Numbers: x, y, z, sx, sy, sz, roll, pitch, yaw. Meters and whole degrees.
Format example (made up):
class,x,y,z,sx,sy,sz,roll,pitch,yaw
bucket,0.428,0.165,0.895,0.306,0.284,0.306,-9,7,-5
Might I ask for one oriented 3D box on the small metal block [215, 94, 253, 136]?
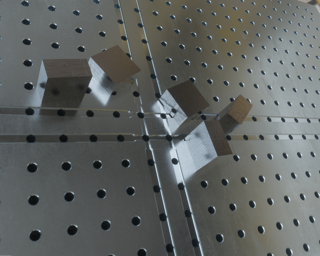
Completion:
class,x,y,z,sx,sy,sz,roll,pitch,yaw
small metal block,0.105,-0.016,0.460,0.025,0.050,0.050,42,51,0

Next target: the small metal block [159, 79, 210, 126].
class,x,y,z,sx,sy,sz,roll,pitch,yaw
small metal block,0.036,-0.038,0.453,0.050,0.025,0.050,-28,77,-37

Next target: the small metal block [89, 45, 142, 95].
class,x,y,z,sx,sy,sz,roll,pitch,yaw
small metal block,-0.063,-0.080,0.424,0.050,0.025,0.050,48,51,5

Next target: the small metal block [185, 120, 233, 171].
class,x,y,z,sx,sy,sz,roll,pitch,yaw
small metal block,0.064,0.024,0.414,0.025,0.050,0.050,-4,64,-31

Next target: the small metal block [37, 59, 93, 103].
class,x,y,z,sx,sy,sz,roll,pitch,yaw
small metal block,-0.113,-0.056,0.366,0.050,0.050,0.025,-9,67,-32
